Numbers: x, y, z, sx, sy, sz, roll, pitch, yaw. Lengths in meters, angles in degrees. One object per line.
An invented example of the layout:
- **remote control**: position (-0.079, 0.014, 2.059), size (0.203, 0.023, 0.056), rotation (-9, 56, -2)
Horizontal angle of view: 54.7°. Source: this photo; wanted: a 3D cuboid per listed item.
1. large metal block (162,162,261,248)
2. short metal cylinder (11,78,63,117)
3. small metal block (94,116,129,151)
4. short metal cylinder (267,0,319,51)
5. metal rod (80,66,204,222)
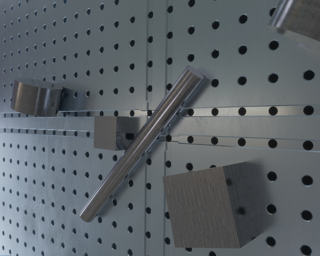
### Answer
- **large metal block**: position (0.056, 0.086, 0.347), size (0.080, 0.050, 0.080), rotation (-17, 79, 38)
- **short metal cylinder**: position (-0.220, -0.056, 0.555), size (0.080, 0.081, 0.050), rotation (24, 105, 37)
- **small metal block**: position (-0.074, 0.007, 0.471), size (0.050, 0.025, 0.050), rotation (3, 92, 40)
- **short metal cylinder**: position (0.139, -0.094, 0.259), size (0.080, 0.081, 0.050), rotation (36, 112, 34)
- **metal rod**: position (-0.038, 0.038, 0.440), size (0.025, 0.025, 0.298), rotation (52, 120, 27)
